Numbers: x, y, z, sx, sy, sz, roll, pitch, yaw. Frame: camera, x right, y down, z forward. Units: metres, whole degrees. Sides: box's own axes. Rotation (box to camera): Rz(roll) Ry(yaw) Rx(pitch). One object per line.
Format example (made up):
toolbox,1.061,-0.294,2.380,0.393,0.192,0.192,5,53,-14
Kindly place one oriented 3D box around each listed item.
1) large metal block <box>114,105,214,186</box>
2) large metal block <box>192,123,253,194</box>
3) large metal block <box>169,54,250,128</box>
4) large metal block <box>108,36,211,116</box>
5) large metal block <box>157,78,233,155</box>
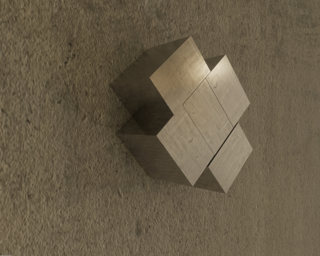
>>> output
large metal block,0.005,0.020,0.377,0.050,0.080,0.080,-50,120,-28
large metal block,0.067,0.038,0.430,0.080,0.080,0.050,-50,120,-29
large metal block,0.063,-0.047,0.426,0.050,0.080,0.080,-50,120,-28
large metal block,-0.001,-0.060,0.372,0.080,0.080,0.050,-50,120,-29
large metal block,0.034,-0.013,0.402,0.050,0.080,0.080,-50,120,-28
